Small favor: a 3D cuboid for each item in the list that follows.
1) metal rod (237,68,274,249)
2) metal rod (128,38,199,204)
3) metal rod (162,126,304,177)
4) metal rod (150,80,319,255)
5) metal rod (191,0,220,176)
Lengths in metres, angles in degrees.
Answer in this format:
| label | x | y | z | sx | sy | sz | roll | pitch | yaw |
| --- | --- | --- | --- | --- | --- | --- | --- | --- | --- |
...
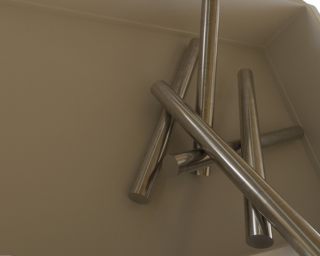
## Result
| label | x | y | z | sx | sy | sz | roll | pitch | yaw |
| --- | --- | --- | --- | --- | --- | --- | --- | --- | --- |
| metal rod | 0.117 | 0.009 | 0.400 | 0.025 | 0.025 | 0.300 | 27 | 40 | -12 |
| metal rod | 0.019 | -0.032 | 0.437 | 0.025 | 0.025 | 0.300 | 29 | 52 | -10 |
| metal rod | 0.123 | 0.024 | 0.431 | 0.302 | 0.025 | 0.025 | -8 | 66 | -41 |
| metal rod | 0.071 | 0.033 | 0.330 | 0.025 | 0.025 | 0.300 | -8 | 41 | -32 |
| metal rod | 0.064 | -0.087 | 0.416 | 0.025 | 0.025 | 0.298 | 7 | 84 | -25 |
